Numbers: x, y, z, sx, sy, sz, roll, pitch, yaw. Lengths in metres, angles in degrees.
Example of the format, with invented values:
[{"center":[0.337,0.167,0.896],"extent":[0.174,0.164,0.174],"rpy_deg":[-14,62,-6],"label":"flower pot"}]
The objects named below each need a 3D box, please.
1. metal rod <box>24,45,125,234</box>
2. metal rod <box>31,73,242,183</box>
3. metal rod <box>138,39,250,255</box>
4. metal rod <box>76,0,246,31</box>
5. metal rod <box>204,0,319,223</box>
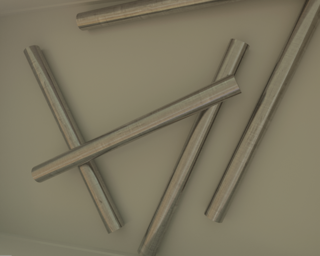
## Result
[{"center":[-0.129,0.010,0.454],"extent":[0.025,0.025,0.299],"rpy_deg":[-31,80,17],"label":"metal rod"},{"center":[-0.043,0.008,0.396],"extent":[0.300,0.025,0.025],"rpy_deg":[-24,82,18],"label":"metal rod"},{"center":[0.039,0.033,0.395],"extent":[0.025,0.025,0.298],"rpy_deg":[25,98,18],"label":"metal rod"},{"center":[0.026,-0.160,0.393],"extent":[0.301,0.025,0.025],"rpy_deg":[-3,89,22],"label":"metal rod"},{"center":[0.125,-0.024,0.366],"extent":[0.025,0.025,0.298],"rpy_deg":[26,98,18],"label":"metal rod"}]
